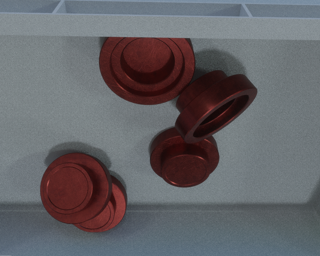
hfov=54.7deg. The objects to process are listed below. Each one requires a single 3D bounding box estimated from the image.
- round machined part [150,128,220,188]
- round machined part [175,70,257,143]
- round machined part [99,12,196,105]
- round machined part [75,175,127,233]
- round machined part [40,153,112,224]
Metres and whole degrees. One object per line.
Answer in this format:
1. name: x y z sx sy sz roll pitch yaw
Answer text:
1. round machined part: 0.035 0.047 0.439 0.099 0.042 0.097 -1 130 0
2. round machined part: 0.058 -0.028 0.354 0.099 0.042 0.098 -30 160 -12
3. round machined part: -0.013 -0.076 0.333 0.099 0.042 0.097 -1 130 0
4. round machined part: -0.101 0.119 0.475 0.099 0.042 0.097 0 107 -1
5. round machined part: -0.120 0.083 0.428 0.099 0.097 0.042 -7 169 5
